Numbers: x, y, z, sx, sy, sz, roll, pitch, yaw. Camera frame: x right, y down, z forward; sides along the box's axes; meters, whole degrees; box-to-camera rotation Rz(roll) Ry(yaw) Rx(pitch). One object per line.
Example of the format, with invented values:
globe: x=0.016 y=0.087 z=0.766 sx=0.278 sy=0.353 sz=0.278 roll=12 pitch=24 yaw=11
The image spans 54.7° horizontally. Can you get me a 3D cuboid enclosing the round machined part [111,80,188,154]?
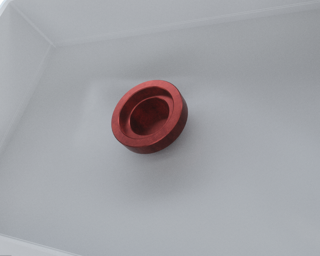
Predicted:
round machined part: x=-0.010 y=-0.011 z=0.400 sx=0.098 sy=0.042 sz=0.098 roll=-13 pitch=56 yaw=20
